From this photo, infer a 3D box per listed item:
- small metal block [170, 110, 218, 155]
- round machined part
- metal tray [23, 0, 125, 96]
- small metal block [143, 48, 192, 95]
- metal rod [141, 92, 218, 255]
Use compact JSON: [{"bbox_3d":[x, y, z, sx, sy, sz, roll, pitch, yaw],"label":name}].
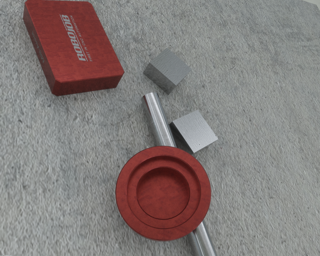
[{"bbox_3d":[0.043,0.009,0.423,0.050,0.025,0.050,-24,75,-37],"label":"small metal block"},{"bbox_3d":[0.003,0.072,0.337,0.099,0.042,0.098,1,67,-2],"label":"round machined part"},{"bbox_3d":[-0.114,-0.109,0.407,0.091,0.030,0.130,-14,69,-34],"label":"metal tray"},{"bbox_3d":[0.012,-0.085,0.464,0.050,0.025,0.050,41,51,0],"label":"small metal block"},{"bbox_3d":[0.032,0.089,0.368,0.025,0.025,0.299,-6,65,-31],"label":"metal rod"}]
